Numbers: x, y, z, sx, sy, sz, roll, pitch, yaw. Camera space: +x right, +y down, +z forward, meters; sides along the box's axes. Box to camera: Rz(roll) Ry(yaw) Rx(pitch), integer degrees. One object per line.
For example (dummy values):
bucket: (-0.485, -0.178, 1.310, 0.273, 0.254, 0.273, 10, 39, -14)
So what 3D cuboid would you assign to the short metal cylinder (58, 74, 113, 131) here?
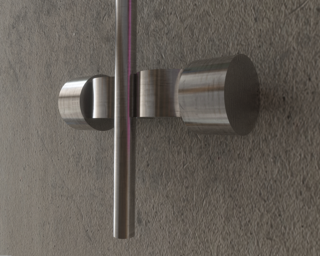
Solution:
short metal cylinder: (-0.099, -0.036, 0.452, 0.050, 0.081, 0.080, 1, 91, 40)

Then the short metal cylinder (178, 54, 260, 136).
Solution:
short metal cylinder: (0.063, -0.033, 0.319, 0.050, 0.081, 0.080, 1, 91, 40)

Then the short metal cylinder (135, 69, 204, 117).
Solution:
short metal cylinder: (0.012, -0.037, 0.360, 0.080, 0.081, 0.050, 1, 91, 40)

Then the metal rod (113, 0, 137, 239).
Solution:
metal rod: (-0.040, -0.024, 0.359, 0.025, 0.025, 0.298, 1, 91, 40)

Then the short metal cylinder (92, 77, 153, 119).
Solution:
short metal cylinder: (-0.049, -0.037, 0.411, 0.080, 0.081, 0.050, 1, 91, 40)
